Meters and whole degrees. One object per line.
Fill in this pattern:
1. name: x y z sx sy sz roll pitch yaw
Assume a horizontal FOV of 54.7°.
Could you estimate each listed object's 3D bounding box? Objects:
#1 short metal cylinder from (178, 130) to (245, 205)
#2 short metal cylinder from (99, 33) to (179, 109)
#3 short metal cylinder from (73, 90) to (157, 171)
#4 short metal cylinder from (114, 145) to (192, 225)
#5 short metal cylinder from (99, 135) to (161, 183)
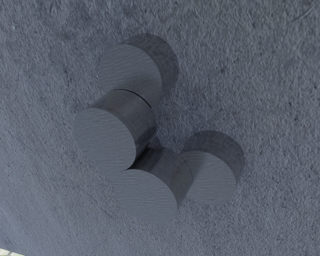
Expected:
1. short metal cylinder: 0.061 0.049 0.390 0.080 0.050 0.079 13 124 21
2. short metal cylinder: -0.024 -0.066 0.365 0.080 0.050 0.079 13 124 21
3. short metal cylinder: -0.051 0.003 0.355 0.080 0.050 0.079 13 124 21
4. short metal cylinder: -0.007 0.068 0.372 0.080 0.050 0.079 13 124 20
5. short metal cylinder: -0.043 0.039 0.439 0.080 0.050 0.079 13 124 21
